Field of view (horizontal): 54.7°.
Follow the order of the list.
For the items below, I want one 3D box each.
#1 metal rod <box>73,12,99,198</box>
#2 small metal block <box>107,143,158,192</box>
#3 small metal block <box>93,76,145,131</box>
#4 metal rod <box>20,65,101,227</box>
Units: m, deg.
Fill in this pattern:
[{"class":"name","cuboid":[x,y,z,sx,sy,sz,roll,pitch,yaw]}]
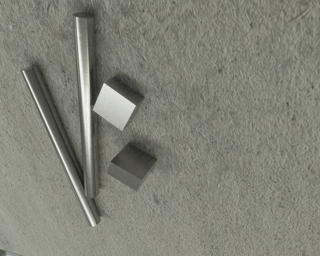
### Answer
[{"class":"metal rod","cuboid":[-0.104,-0.012,0.452,0.025,0.025,0.298,18,126,17]},{"class":"small metal block","cuboid":[-0.039,0.055,0.444,0.050,0.050,0.025,30,128,9]},{"class":"small metal block","cuboid":[-0.056,-0.032,0.415,0.050,0.025,0.050,36,129,4]},{"class":"metal rod","cuboid":[-0.156,0.043,0.513,0.025,0.025,0.298,0,119,28]}]
